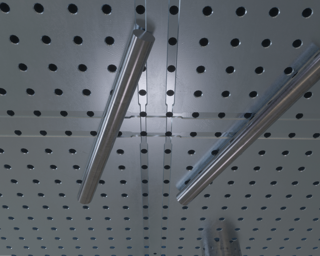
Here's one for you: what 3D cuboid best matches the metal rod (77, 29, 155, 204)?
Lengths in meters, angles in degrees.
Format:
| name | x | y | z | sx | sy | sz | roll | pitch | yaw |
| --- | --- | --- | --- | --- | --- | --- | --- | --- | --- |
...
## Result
| name | x | y | z | sx | sy | sz | roll | pitch | yaw |
| --- | --- | --- | --- | --- | --- | --- | --- | --- | --- |
| metal rod | -0.070 | 0.008 | 0.417 | 0.025 | 0.025 | 0.298 | 16 | 128 | -14 |

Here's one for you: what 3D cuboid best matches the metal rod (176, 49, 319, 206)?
| name | x | y | z | sx | sy | sz | roll | pitch | yaw |
| --- | --- | --- | --- | --- | --- | --- | --- | --- | --- |
| metal rod | 0.112 | 0.019 | 0.428 | 0.025 | 0.025 | 0.298 | 24 | 126 | -19 |

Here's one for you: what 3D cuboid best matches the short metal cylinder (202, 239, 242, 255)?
| name | x | y | z | sx | sy | sz | roll | pitch | yaw |
| --- | --- | --- | --- | --- | --- | --- | --- | --- | --- |
| short metal cylinder | 0.127 | 0.270 | 0.626 | 0.081 | 0.050 | 0.079 | 0 | 130 | 0 |
